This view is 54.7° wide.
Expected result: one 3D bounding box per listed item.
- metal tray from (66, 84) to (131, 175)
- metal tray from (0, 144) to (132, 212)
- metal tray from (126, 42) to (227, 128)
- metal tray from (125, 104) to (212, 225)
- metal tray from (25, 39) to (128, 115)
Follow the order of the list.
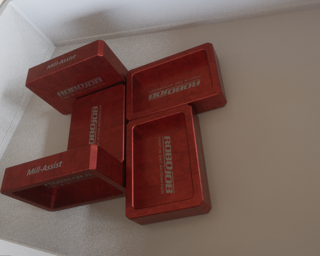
[{"bbox_3d":[-0.083,0.007,0.436,0.090,0.030,0.130,-16,55,18],"label":"metal tray"},{"bbox_3d":[-0.109,0.065,0.376,0.130,0.090,0.030,-16,56,19],"label":"metal tray"},{"bbox_3d":[0.018,-0.056,0.424,0.130,0.030,0.090,-16,55,18],"label":"metal tray"},{"bbox_3d":[0.006,0.042,0.371,0.090,0.030,0.130,-16,55,18],"label":"metal tray"},{"bbox_3d":[-0.118,-0.070,0.462,0.130,0.090,0.030,-17,55,18],"label":"metal tray"}]
